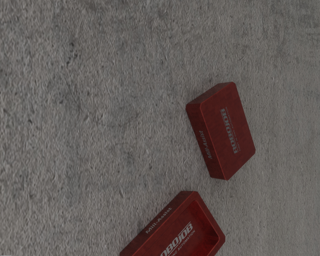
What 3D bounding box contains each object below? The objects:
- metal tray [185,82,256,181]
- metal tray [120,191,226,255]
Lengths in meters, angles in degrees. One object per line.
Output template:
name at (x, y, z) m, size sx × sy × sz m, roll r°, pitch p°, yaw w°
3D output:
metal tray at (0.098, 0.004, 0.483) m, size 0.091 × 0.030 × 0.129 m, roll -34°, pitch 111°, yaw -35°
metal tray at (0.022, 0.157, 0.408) m, size 0.131 × 0.030 × 0.090 m, roll -38°, pitch 102°, yaw -33°
